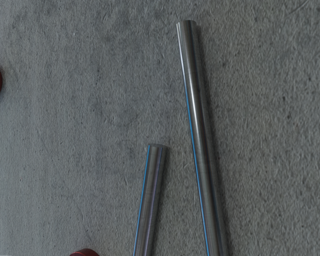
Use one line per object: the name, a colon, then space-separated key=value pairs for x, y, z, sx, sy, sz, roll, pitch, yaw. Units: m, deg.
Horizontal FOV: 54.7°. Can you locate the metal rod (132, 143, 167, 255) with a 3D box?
metal rod: x=-0.024 y=0.169 z=0.425 sx=0.025 sy=0.025 sz=0.298 roll=14 pitch=99 yaw=39

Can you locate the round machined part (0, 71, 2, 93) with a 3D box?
round machined part: x=-0.409 y=-0.110 z=0.731 sx=0.098 sy=0.042 sz=0.097 roll=0 pitch=90 yaw=40

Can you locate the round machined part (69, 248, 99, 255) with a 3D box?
round machined part: x=-0.128 y=0.251 z=0.500 sx=0.098 sy=0.042 sz=0.097 roll=0 pitch=90 yaw=40

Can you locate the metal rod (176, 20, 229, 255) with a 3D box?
metal rod: x=0.050 y=0.021 z=0.363 sx=0.025 sy=0.025 sz=0.298 roll=-12 pitch=82 yaw=39
